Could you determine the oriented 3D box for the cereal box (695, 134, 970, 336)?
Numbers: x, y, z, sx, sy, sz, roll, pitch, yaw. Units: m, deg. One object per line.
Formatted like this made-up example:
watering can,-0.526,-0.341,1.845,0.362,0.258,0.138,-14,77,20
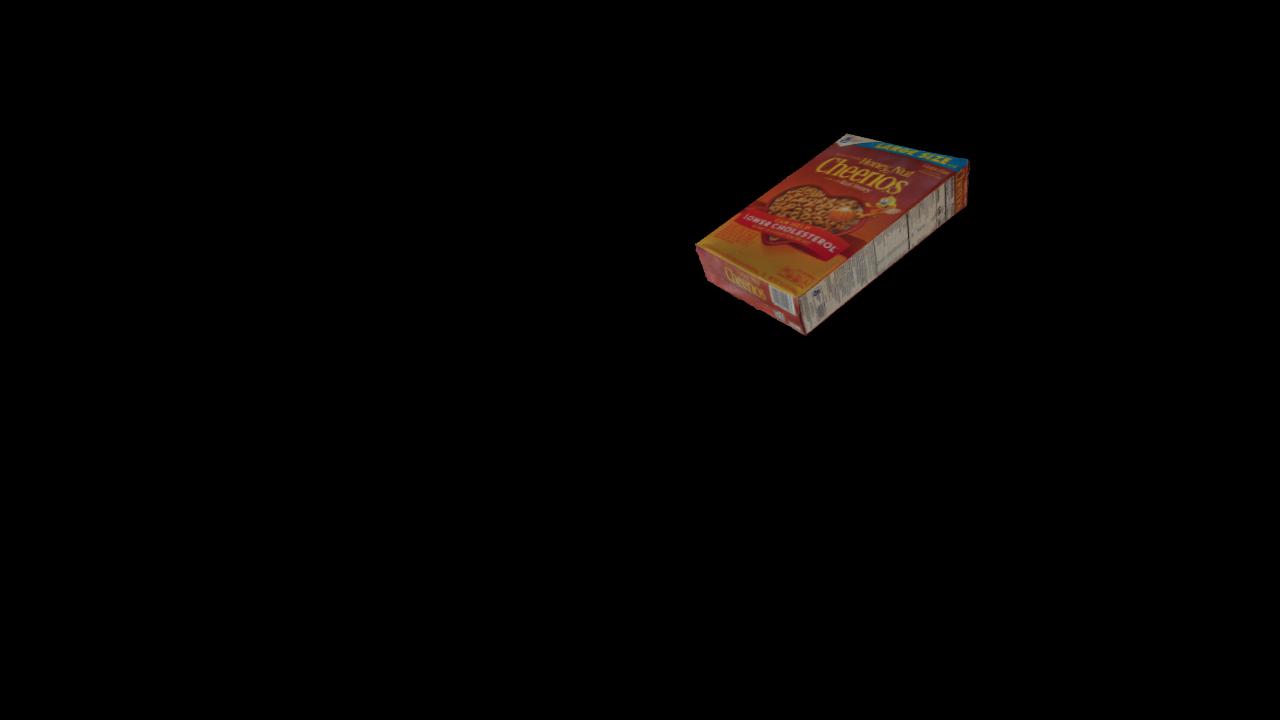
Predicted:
cereal box,0.255,-0.184,0.831,0.306,0.081,0.203,-38,43,-11
